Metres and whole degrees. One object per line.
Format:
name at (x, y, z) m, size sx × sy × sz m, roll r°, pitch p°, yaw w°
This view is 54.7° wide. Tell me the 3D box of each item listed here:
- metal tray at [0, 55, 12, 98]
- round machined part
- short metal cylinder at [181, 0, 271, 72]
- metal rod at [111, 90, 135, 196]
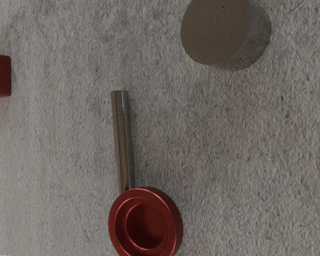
metal tray at (-0.391, -0.115, 0.719) m, size 0.130 × 0.030 × 0.089 m, roll -2°, pitch 89°, yaw 39°
round machined part at (-0.014, 0.124, 0.396) m, size 0.098 × 0.042 × 0.097 m, roll -1°, pitch 87°, yaw 28°
short metal cylinder at (0.069, -0.104, 0.330) m, size 0.080 × 0.050 × 0.079 m, roll 0°, pitch 90°, yaw 39°
metal rod at (-0.047, 0.096, 0.441) m, size 0.025 × 0.025 × 0.298 m, roll -8°, pitch 85°, yaw 39°
